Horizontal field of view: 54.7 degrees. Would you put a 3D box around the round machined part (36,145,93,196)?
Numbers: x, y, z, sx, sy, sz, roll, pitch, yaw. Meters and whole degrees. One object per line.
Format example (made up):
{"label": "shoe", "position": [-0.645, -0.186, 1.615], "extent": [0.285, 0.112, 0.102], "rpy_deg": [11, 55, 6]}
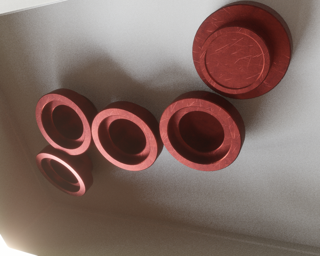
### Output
{"label": "round machined part", "position": [-0.150, 0.064, 0.510], "extent": [0.098, 0.042, 0.097], "rpy_deg": [18, 135, 19]}

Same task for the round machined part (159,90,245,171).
{"label": "round machined part", "position": [0.052, 0.000, 0.370], "extent": [0.098, 0.042, 0.097], "rpy_deg": [13, 124, 21]}

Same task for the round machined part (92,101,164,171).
{"label": "round machined part", "position": [-0.040, 0.007, 0.422], "extent": [0.098, 0.042, 0.097], "rpy_deg": [12, 124, 19]}

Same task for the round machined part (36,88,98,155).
{"label": "round machined part", "position": [-0.129, -0.012, 0.456], "extent": [0.098, 0.042, 0.097], "rpy_deg": [12, 120, 21]}

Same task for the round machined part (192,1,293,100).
{"label": "round machined part", "position": [0.079, -0.073, 0.311], "extent": [0.098, 0.042, 0.097], "rpy_deg": [13, 124, 21]}
